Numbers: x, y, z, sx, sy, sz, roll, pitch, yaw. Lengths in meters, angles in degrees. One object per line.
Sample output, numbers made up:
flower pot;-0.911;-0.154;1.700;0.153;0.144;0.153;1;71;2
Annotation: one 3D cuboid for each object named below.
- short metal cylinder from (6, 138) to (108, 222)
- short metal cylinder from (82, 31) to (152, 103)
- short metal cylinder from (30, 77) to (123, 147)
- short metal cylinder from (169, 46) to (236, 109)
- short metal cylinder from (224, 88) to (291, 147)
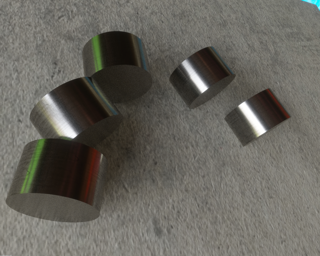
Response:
short metal cylinder;-0.092;0.051;0.288;0.081;0.080;0.050;17;55;-19
short metal cylinder;-0.054;-0.073;0.385;0.081;0.080;0.050;2;61;-28
short metal cylinder;-0.087;-0.009;0.328;0.081;0.080;0.050;-31;79;-38
short metal cylinder;0.061;-0.071;0.447;0.081;0.080;0.050;-26;77;-37
short metal cylinder;0.143;-0.015;0.457;0.081;0.080;0.050;-22;74;-36
